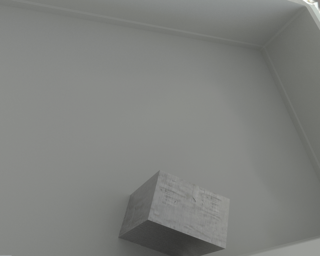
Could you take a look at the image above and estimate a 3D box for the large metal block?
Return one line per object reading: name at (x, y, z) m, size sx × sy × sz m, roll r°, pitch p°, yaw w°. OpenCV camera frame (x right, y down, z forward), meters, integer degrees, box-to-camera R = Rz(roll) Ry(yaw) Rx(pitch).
large metal block at (0.013, 0.094, 0.321) m, size 0.080 × 0.080 × 0.050 m, roll 25°, pitch 53°, yaw -14°
